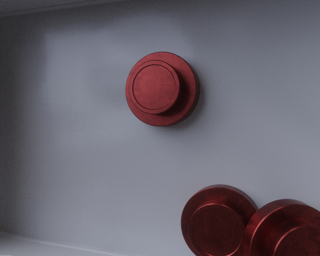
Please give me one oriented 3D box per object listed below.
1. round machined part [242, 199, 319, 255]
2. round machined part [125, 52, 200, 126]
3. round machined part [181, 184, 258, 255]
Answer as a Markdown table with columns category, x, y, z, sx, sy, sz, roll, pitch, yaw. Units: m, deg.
| category | x | y | z | sx | sy | sz | roll | pitch | yaw |
| --- | --- | --- | --- | --- | --- | --- | --- | --- | --- |
| round machined part | 0.143 | 0.129 | 0.330 | 0.099 | 0.042 | 0.097 | 0 | 94 | -7 |
| round machined part | -0.001 | -0.051 | 0.402 | 0.098 | 0.042 | 0.097 | 0 | 90 | 20 |
| round machined part | 0.072 | 0.121 | 0.376 | 0.098 | 0.042 | 0.097 | 0 | 90 | 20 |
